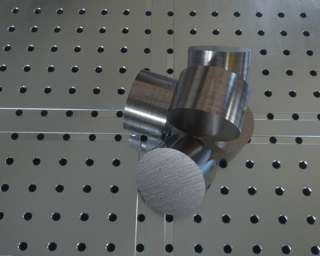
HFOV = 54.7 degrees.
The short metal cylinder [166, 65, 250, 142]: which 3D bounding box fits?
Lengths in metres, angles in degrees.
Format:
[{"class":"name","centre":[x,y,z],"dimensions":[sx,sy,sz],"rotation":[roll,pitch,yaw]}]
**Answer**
[{"class":"short metal cylinder","centre":[0.053,-0.024,0.338],"dimensions":[0.080,0.080,0.050],"rotation":[16,71,6]}]

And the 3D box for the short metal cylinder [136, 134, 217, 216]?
[{"class":"short metal cylinder","centre":[0.020,0.052,0.357],"dimensions":[0.080,0.050,0.079],"rotation":[7,108,22]}]

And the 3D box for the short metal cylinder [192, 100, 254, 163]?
[{"class":"short metal cylinder","centre":[0.074,0.001,0.398],"dimensions":[0.081,0.050,0.080],"rotation":[0,69,0]}]

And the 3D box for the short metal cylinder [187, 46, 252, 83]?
[{"class":"short metal cylinder","centre":[0.076,-0.078,0.404],"dimensions":[0.080,0.080,0.050],"rotation":[2,110,1]}]

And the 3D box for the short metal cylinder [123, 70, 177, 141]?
[{"class":"short metal cylinder","centre":[-0.008,-0.029,0.393],"dimensions":[0.050,0.080,0.080],"rotation":[18,71,6]}]
